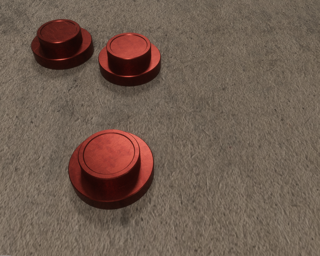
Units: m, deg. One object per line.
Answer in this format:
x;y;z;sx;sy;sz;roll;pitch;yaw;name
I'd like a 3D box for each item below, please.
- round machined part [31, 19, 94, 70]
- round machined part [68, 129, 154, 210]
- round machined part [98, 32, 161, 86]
-0.162;-0.143;0.511;0.099;0.042;0.098;0;50;0;round machined part
-0.056;0.040;0.358;0.099;0.042;0.098;0;50;0;round machined part
-0.048;-0.114;0.487;0.099;0.042;0.098;0;50;0;round machined part
